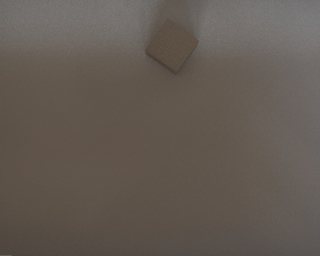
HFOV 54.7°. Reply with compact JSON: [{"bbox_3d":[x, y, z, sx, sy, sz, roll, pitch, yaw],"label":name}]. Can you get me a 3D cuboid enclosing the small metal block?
[{"bbox_3d":[0.016,-0.107,0.412,0.050,0.025,0.050,35,90,-1],"label":"small metal block"}]
